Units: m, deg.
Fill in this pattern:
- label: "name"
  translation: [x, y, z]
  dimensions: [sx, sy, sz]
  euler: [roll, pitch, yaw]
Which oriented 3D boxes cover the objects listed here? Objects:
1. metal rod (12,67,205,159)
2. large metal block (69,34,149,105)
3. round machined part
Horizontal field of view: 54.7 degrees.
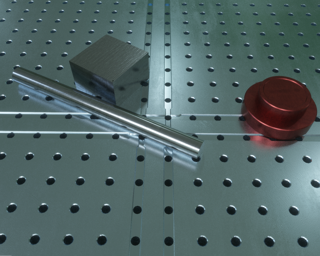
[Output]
- label: "metal rod"
  translation: [-0.082, -0.027, 0.428]
  dimensions: [0.301, 0.025, 0.025]
  euler: [22, 53, 17]
- label: "large metal block"
  translation: [-0.073, -0.087, 0.464]
  dimensions: [0.080, 0.050, 0.080]
  euler: [28, 55, 21]
- label: "round machined part"
  translation: [0.167, -0.035, 0.428]
  dimensions: [0.099, 0.042, 0.098]
  euler: [0, 50, 0]
